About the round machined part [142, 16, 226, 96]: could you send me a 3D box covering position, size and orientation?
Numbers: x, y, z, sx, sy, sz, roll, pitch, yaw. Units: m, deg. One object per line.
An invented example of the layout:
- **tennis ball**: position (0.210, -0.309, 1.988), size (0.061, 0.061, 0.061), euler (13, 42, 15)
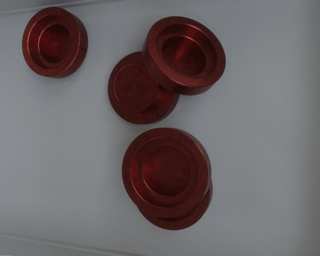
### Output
- **round machined part**: position (0.026, -0.082, 0.374), size (0.099, 0.042, 0.098), euler (8, 65, -17)

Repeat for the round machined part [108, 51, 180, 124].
- **round machined part**: position (-0.026, -0.054, 0.410), size (0.098, 0.042, 0.097), euler (0, 90, 19)

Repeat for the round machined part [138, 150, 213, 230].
- **round machined part**: position (0.018, 0.075, 0.394), size (0.098, 0.042, 0.097), euler (0, 90, 19)

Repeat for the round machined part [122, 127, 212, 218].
- **round machined part**: position (0.010, 0.048, 0.353), size (0.098, 0.042, 0.097), euler (0, 90, 19)

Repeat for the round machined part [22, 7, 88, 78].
- **round machined part**: position (-0.147, -0.121, 0.452), size (0.098, 0.042, 0.097), euler (0, 90, 19)
